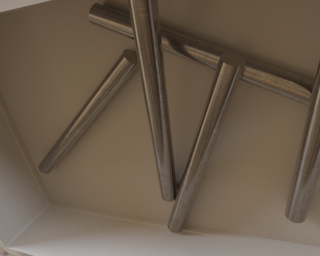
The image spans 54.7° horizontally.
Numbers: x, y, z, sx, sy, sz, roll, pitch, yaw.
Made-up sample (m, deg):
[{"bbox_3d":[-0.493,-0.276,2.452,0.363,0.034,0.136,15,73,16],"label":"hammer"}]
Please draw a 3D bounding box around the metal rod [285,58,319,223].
[{"bbox_3d":[0.152,-0.006,0.293,0.025,0.025,0.298,10,133,22],"label":"metal rod"}]

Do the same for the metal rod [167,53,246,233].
[{"bbox_3d":[0.047,0.045,0.393,0.025,0.025,0.298,24,132,13],"label":"metal rod"}]

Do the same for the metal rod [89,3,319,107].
[{"bbox_3d":[0.058,-0.075,0.330,0.301,0.025,0.025,24,127,13],"label":"metal rod"}]

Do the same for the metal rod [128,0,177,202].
[{"bbox_3d":[-0.001,-0.007,0.360,0.025,0.025,0.298,13,138,21],"label":"metal rod"}]

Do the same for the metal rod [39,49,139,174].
[{"bbox_3d":[-0.119,-0.007,0.464,0.025,0.025,0.299,45,129,-4],"label":"metal rod"}]
